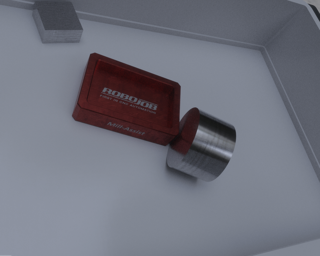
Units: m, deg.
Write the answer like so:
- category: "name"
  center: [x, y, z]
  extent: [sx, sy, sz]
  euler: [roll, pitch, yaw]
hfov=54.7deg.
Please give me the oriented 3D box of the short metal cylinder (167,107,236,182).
- category: "short metal cylinder"
  center: [0.050, 0.021, 0.386]
  extent: [0.050, 0.080, 0.080]
  euler: [24, 53, -14]

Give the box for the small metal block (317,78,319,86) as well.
- category: "small metal block"
  center: [0.374, -0.113, 0.667]
  extent: [0.025, 0.050, 0.050]
  euler: [47, 51, 4]

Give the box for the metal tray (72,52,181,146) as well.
- category: "metal tray"
  center: [-0.038, -0.037, 0.405]
  extent: [0.131, 0.030, 0.090]
  euler: [17, 55, -19]

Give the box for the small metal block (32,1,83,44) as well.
- category: "small metal block"
  center: [-0.139, -0.143, 0.419]
  extent: [0.050, 0.025, 0.050]
  euler: [-12, 68, -33]
